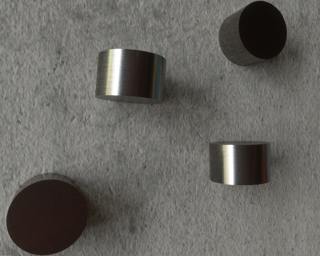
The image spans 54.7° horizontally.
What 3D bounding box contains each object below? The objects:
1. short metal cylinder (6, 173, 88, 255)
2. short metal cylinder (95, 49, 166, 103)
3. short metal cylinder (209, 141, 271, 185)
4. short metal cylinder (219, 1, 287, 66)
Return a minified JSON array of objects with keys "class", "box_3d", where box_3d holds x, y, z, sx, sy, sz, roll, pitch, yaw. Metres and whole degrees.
[{"class":"short metal cylinder","box_3d":[-0.126,0.094,0.350,0.081,0.050,0.079,0,90,-21]},{"class":"short metal cylinder","box_3d":[-0.034,-0.058,0.368,0.081,0.080,0.050,4,89,-20]},{"class":"short metal cylinder","box_3d":[0.108,0.045,0.421,0.081,0.080,0.050,-2,91,-20]},{"class":"short metal cylinder","box_3d":[0.133,-0.134,0.446,0.081,0.050,0.079,0,90,-21]}]
